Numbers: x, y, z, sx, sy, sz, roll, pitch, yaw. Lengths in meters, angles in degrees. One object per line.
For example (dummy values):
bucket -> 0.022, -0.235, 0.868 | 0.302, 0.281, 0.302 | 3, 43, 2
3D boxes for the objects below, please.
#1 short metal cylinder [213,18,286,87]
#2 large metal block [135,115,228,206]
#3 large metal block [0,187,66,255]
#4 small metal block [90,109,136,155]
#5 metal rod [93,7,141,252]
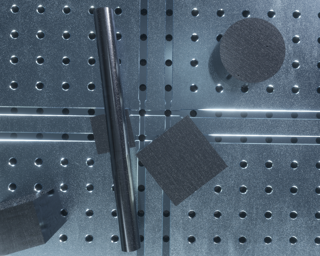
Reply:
short metal cylinder -> 0.113, -0.095, 0.402 | 0.081, 0.050, 0.079 | 0, 90, -1
large metal block -> 0.026, 0.040, 0.401 | 0.080, 0.050, 0.080 | -38, 90, 0
large metal block -> -0.174, 0.116, 0.384 | 0.080, 0.080, 0.050 | -16, 90, 0
small metal block -> -0.061, 0.005, 0.413 | 0.050, 0.025, 0.050 | -12, 90, -1
metal rod -> -0.054, 0.002, 0.387 | 0.025, 0.025, 0.298 | -7, 90, 0
